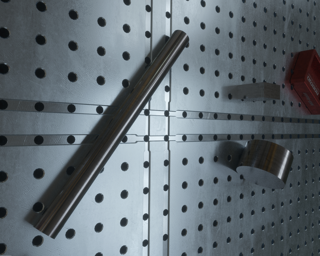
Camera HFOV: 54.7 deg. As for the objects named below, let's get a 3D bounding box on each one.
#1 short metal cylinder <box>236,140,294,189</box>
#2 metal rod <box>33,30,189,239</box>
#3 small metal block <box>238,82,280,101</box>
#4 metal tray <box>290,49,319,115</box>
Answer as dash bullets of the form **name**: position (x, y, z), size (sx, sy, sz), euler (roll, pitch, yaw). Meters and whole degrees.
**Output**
- **short metal cylinder**: position (0.176, 0.062, 0.521), size (0.080, 0.080, 0.050), euler (41, 65, -33)
- **metal rod**: position (-0.043, -0.011, 0.372), size (0.025, 0.025, 0.300), euler (47, 62, -30)
- **small metal block**: position (0.172, -0.062, 0.536), size (0.050, 0.050, 0.025), euler (1, 89, -40)
- **metal tray**: position (0.344, -0.100, 0.693), size (0.130, 0.030, 0.090), euler (40, 66, -33)
